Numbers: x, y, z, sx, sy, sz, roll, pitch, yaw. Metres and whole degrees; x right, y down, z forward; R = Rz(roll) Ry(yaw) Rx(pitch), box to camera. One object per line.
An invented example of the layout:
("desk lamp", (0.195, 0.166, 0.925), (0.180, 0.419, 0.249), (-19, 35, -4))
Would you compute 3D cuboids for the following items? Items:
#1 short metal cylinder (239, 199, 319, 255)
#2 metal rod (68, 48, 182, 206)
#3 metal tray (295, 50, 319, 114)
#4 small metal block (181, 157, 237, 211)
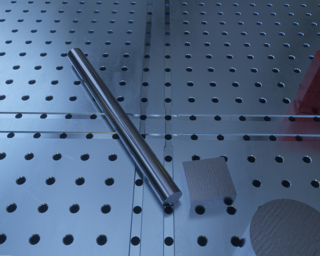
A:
("short metal cylinder", (0.121, 0.116, 0.296), (0.081, 0.050, 0.080), (0, 50, 0))
("metal rod", (-0.062, -0.021, 0.424), (0.025, 0.025, 0.300), (-24, 54, -19))
("metal tray", (0.264, -0.055, 0.414), (0.131, 0.089, 0.030), (7, 51, 5))
("small metal block", (0.054, 0.063, 0.355), (0.050, 0.025, 0.050), (-6, 50, -6))
